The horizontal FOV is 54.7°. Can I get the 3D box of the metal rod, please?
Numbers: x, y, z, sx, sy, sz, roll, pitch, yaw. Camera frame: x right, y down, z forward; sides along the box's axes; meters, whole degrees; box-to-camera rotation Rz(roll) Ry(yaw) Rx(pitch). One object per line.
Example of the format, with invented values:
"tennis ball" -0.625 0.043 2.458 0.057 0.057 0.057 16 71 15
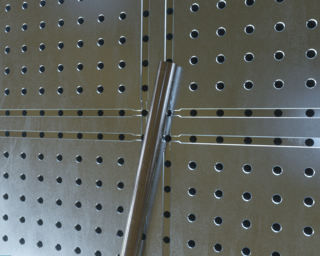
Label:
"metal rod" -0.019 0.060 0.418 0.025 0.025 0.298 13 94 19
